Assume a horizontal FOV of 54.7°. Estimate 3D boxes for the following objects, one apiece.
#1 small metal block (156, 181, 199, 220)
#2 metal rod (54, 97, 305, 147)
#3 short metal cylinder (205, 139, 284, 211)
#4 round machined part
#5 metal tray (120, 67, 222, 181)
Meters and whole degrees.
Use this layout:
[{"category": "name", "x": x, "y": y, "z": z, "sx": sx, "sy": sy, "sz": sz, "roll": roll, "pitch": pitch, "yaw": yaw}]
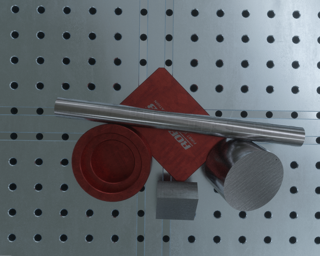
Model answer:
[{"category": "small metal block", "x": 0.021, "y": 0.094, "z": 0.400, "sx": 0.050, "sy": 0.025, "sz": 0.050, "roll": 3, "pitch": 133, "yaw": -1}, {"category": "metal rod", "x": 0.024, "y": -0.007, "z": 0.382, "sx": 0.302, "sy": 0.025, "sz": 0.025, "roll": 7, "pitch": 90, "yaw": -1}, {"category": "short metal cylinder", "x": 0.104, "y": 0.056, "z": 0.387, "sx": 0.081, "sy": 0.050, "sz": 0.079, "roll": -6, "pitch": 110, "yaw": -16}, {"category": "round machined part", "x": -0.059, "y": 0.041, "z": 0.399, "sx": 0.099, "sy": 0.042, "sz": 0.097, "roll": 0, "pitch": 96, "yaw": 4}, {"category": "metal tray", "x": 0.014, "y": -0.004, "z": 0.412, "sx": 0.090, "sy": 0.030, "sz": 0.130, "roll": -43, "pitch": 91, "yaw": 0}]
